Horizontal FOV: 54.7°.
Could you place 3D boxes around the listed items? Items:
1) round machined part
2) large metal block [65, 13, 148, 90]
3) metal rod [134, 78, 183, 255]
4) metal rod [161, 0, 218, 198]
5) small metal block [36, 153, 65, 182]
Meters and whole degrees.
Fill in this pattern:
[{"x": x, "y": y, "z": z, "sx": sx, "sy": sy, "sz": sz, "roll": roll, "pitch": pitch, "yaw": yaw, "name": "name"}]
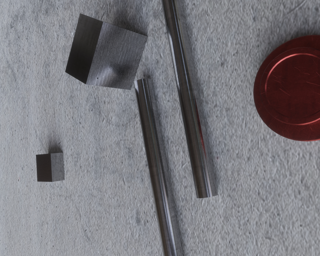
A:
[{"x": 0.132, "y": -0.036, "z": 0.284, "sx": 0.098, "sy": 0.042, "sz": 0.097, "roll": 0, "pitch": 90, "yaw": 39, "name": "round machined part"}, {"x": -0.073, "y": -0.102, "z": 0.427, "sx": 0.050, "sy": 0.081, "sz": 0.079, "roll": 31, "pitch": 109, "yaw": 35, "name": "large metal block"}, {"x": 0.002, "y": 0.082, "z": 0.400, "sx": 0.025, "sy": 0.025, "sz": 0.298, "roll": -17, "pitch": 79, "yaw": 38, "name": "metal rod"}, {"x": 0.030, "y": -0.067, "z": 0.378, "sx": 0.025, "sy": 0.025, "sz": 0.298, "roll": -16, "pitch": 80, "yaw": 38, "name": "metal rod"}, {"x": -0.201, "y": 0.072, "z": 0.568, "sx": 0.050, "sy": 0.025, "sz": 0.050, "roll": -7, "pitch": 85, "yaw": 39, "name": "small metal block"}]
